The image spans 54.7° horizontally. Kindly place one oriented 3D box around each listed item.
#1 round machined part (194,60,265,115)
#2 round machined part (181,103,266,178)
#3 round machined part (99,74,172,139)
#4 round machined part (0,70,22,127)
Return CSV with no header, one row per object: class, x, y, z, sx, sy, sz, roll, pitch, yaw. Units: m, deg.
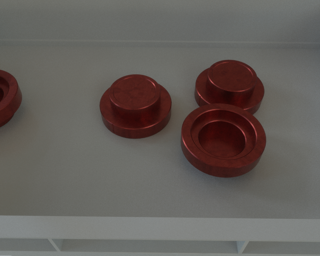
round machined part,0.101,-0.061,0.446,0.099,0.042,0.098,0,50,0
round machined part,0.074,0.019,0.379,0.099,0.042,0.098,0,50,0
round machined part,-0.033,-0.036,0.424,0.099,0.042,0.098,0,50,0
round machined part,-0.238,-0.033,0.418,0.099,0.042,0.098,2,50,-2
